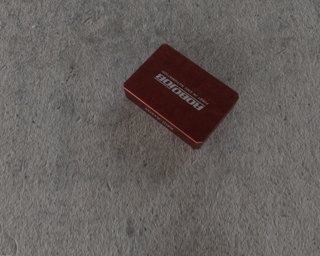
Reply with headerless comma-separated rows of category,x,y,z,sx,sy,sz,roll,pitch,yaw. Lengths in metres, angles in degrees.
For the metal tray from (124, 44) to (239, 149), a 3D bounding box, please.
metal tray,0.028,-0.045,0.422,0.130,0.030,0.090,38,74,12
